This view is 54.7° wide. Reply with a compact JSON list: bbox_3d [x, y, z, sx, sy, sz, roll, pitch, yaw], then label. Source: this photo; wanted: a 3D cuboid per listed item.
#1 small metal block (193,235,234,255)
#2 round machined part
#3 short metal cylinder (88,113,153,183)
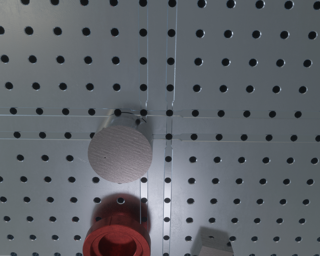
[{"bbox_3d":[0.081,0.202,0.489,0.050,0.025,0.050,15,109,-6],"label":"small metal block"},{"bbox_3d":[-0.063,0.173,0.467,0.099,0.042,0.097,0,110,0],"label":"round machined part"},{"bbox_3d":[-0.050,0.025,0.409,0.081,0.050,0.079,0,110,0],"label":"short metal cylinder"}]
